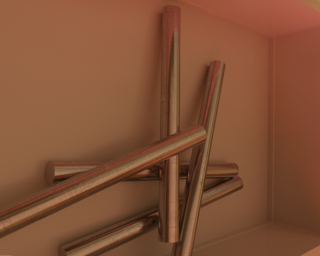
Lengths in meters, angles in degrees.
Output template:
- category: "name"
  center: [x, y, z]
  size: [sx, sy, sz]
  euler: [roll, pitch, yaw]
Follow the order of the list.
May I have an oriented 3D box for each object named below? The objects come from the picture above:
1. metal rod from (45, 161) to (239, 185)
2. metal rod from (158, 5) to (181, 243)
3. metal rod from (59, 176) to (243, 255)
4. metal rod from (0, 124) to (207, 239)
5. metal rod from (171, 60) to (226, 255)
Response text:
- category: "metal rod"
  center: [0.004, 0.057, 0.410]
  size: [0.302, 0.025, 0.025]
  euler: [6, 87, -40]
- category: "metal rod"
  center: [0.013, -0.012, 0.395]
  size: [0.025, 0.025, 0.298]
  euler: [9, 78, -40]
- category: "metal rod"
  center: [0.014, 0.114, 0.419]
  size: [0.302, 0.025, 0.025]
  euler: [-11, 97, -40]
- category: "metal rod"
  center: [-0.067, 0.054, 0.317]
  size: [0.302, 0.025, 0.025]
  euler: [-22, 104, -32]
- category: "metal rod"
  center: [0.056, 0.037, 0.428]
  size: [0.025, 0.025, 0.299]
  euler: [31, 63, -36]
